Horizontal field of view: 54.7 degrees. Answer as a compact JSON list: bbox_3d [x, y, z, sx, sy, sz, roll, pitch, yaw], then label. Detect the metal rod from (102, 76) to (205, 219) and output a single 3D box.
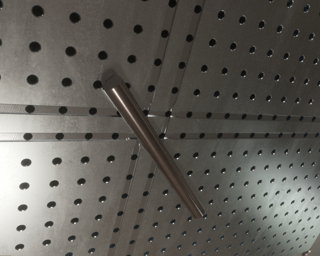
[{"bbox_3d":[0.006,0.048,0.445,0.025,0.025,0.299,-36,129,-5],"label":"metal rod"}]
